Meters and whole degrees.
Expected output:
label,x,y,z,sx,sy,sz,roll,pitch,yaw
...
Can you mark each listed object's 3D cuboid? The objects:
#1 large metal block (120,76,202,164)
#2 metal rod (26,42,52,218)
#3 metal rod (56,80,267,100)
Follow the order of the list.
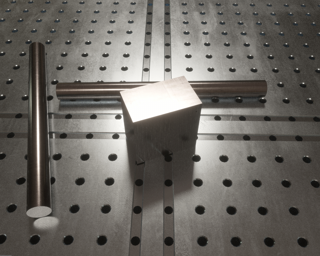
label,x,y,z,sx,sy,sz,roll,pitch,yaw
large metal block,0.000,-0.009,0.380,0.081,0.080,0.050,-16,52,-14
metal rod,-0.167,-0.022,0.423,0.025,0.025,0.300,-11,51,-10
metal rod,0.003,-0.056,0.454,0.302,0.025,0.025,-1,50,-2
